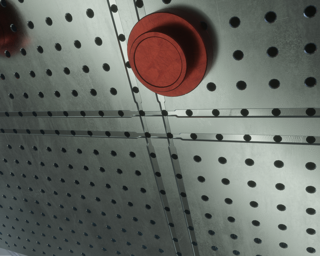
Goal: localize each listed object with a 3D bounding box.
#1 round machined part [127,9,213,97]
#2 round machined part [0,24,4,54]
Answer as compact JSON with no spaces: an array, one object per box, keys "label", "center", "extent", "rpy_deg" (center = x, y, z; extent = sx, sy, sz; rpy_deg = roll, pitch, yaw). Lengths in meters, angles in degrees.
[{"label":"round machined part","center":[0.006,-0.079,0.347],"extent":[0.098,0.042,0.097],"rpy_deg":[13,124,20]},{"label":"round machined part","center":[-0.271,-0.140,0.454],"extent":[0.098,0.042,0.097],"rpy_deg":[13,124,20]}]
